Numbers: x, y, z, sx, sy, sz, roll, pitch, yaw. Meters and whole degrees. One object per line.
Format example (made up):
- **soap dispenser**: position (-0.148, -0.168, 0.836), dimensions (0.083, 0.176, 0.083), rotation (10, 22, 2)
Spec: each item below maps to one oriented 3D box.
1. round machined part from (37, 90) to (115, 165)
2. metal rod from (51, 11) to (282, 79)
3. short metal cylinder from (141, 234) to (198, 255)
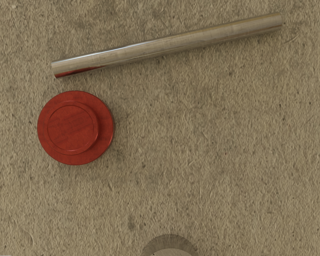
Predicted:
- **round machined part**: position (-0.110, 0.000, 0.400), dimensions (0.099, 0.042, 0.097), rotation (0, 90, -1)
- **metal rod**: position (0.009, -0.109, 0.410), dimensions (0.302, 0.025, 0.025), rotation (-13, 90, -1)
- **short metal cylinder**: position (0.013, 0.185, 0.398), dimensions (0.081, 0.050, 0.079), rotation (0, 90, -1)
